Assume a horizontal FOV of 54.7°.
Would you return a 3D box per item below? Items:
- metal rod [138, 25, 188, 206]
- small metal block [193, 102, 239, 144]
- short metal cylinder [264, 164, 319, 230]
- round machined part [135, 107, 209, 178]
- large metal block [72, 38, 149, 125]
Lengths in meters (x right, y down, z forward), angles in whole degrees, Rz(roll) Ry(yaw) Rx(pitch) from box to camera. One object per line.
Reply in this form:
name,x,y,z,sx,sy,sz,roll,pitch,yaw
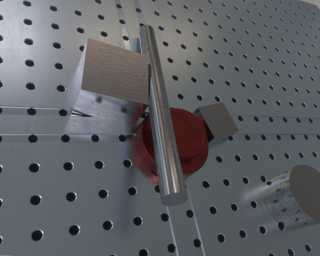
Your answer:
metal rod,-0.004,-0.043,0.390,0.025,0.025,0.300,12,44,-22
small metal block,0.080,-0.007,0.455,0.050,0.025,0.050,-14,69,-34
short metal cylinder,0.197,0.098,0.439,0.081,0.050,0.080,14,56,-21
round machined part,0.021,0.014,0.401,0.099,0.042,0.098,14,56,-21
large metal block,-0.062,-0.057,0.394,0.081,0.050,0.080,12,57,-22
